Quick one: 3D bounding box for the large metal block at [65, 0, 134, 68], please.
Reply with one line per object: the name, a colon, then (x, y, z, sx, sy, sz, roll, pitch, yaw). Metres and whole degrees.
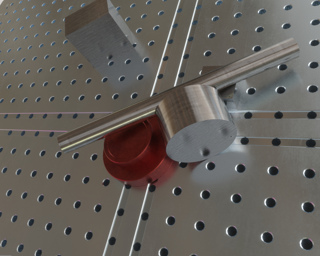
large metal block: (-0.101, -0.160, 0.522, 0.080, 0.080, 0.050, -23, 54, 14)

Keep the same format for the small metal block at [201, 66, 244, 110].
small metal block: (0.077, -0.053, 0.399, 0.050, 0.025, 0.050, 5, 64, 30)

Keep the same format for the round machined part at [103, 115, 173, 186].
round machined part: (-0.033, 0.022, 0.400, 0.098, 0.042, 0.098, -13, 56, 20)

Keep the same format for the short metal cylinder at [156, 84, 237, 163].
short metal cylinder: (0.040, -0.003, 0.353, 0.080, 0.080, 0.050, -25, 53, 12)

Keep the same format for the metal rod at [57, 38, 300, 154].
metal rod: (0.019, -0.037, 0.374, 0.301, 0.025, 0.025, -22, 53, 4)
